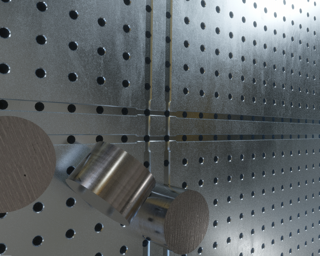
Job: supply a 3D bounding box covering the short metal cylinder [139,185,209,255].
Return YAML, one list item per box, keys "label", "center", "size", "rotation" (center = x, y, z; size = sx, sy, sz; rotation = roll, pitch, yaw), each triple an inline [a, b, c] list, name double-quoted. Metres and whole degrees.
- label: "short metal cylinder"
  center: [0.019, 0.118, 0.409]
  size: [0.081, 0.050, 0.079]
  rotation: [0, 90, -40]

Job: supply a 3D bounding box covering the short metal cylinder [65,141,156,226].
- label: "short metal cylinder"
  center: [-0.052, 0.059, 0.330]
  size: [0.080, 0.080, 0.050]
  rotation: [51, 60, -28]

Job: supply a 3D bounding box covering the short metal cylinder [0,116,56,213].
- label: "short metal cylinder"
  center: [-0.141, 0.030, 0.274]
  size: [0.081, 0.050, 0.079]
  rotation: [0, 90, -40]
